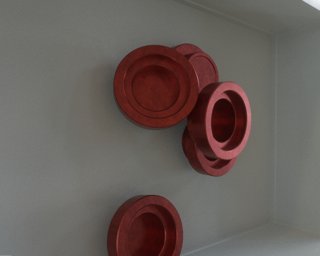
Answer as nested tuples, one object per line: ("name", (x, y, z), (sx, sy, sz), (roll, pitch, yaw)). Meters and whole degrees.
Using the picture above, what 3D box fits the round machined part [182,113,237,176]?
("round machined part", (0.071, 0.020, 0.454), (0.099, 0.042, 0.097), (-1, 91, -40))

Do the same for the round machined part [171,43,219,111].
("round machined part", (0.044, -0.069, 0.432), (0.099, 0.042, 0.097), (0, 90, -40))

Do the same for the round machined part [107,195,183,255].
("round machined part", (-0.022, 0.130, 0.371), (0.099, 0.042, 0.098), (10, 74, -40))

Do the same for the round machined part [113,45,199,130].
("round machined part", (-0.006, -0.045, 0.372), (0.099, 0.042, 0.097), (1, 82, -9))

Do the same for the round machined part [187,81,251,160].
("round machined part", (0.073, -0.010, 0.398), (0.099, 0.042, 0.097), (-3, 95, -43))
